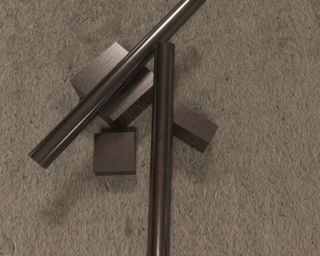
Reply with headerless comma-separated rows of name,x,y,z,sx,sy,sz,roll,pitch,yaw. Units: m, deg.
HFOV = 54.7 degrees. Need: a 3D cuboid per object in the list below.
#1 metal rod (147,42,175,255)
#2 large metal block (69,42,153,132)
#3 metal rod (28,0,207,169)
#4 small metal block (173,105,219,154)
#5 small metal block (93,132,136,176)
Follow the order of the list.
metal rod,0.001,0.047,0.358,0.025,0.025,0.298,2,82,0
large metal block,-0.057,-0.053,0.414,0.080,0.050,0.080,42,75,13
metal rod,-0.041,-0.072,0.381,0.025,0.025,0.301,37,73,12
small metal block,0.043,0.003,0.394,0.050,0.050,0.025,32,73,10
small metal block,-0.057,0.033,0.395,0.050,0.025,0.050,-2,70,-1
